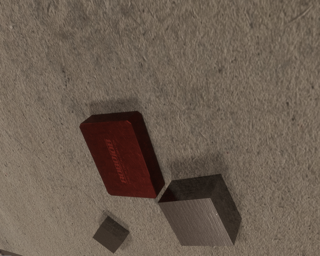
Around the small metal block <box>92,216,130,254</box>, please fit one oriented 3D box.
[{"bbox_3d":[-0.091,0.199,0.576,0.050,0.025,0.050,36,129,4],"label":"small metal block"}]

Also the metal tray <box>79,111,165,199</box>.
[{"bbox_3d":[-0.054,0.042,0.456,0.090,0.030,0.129,-4,117,29],"label":"metal tray"}]

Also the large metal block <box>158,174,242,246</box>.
[{"bbox_3d":[0.057,0.116,0.431,0.080,0.050,0.080,-15,111,33],"label":"large metal block"}]
